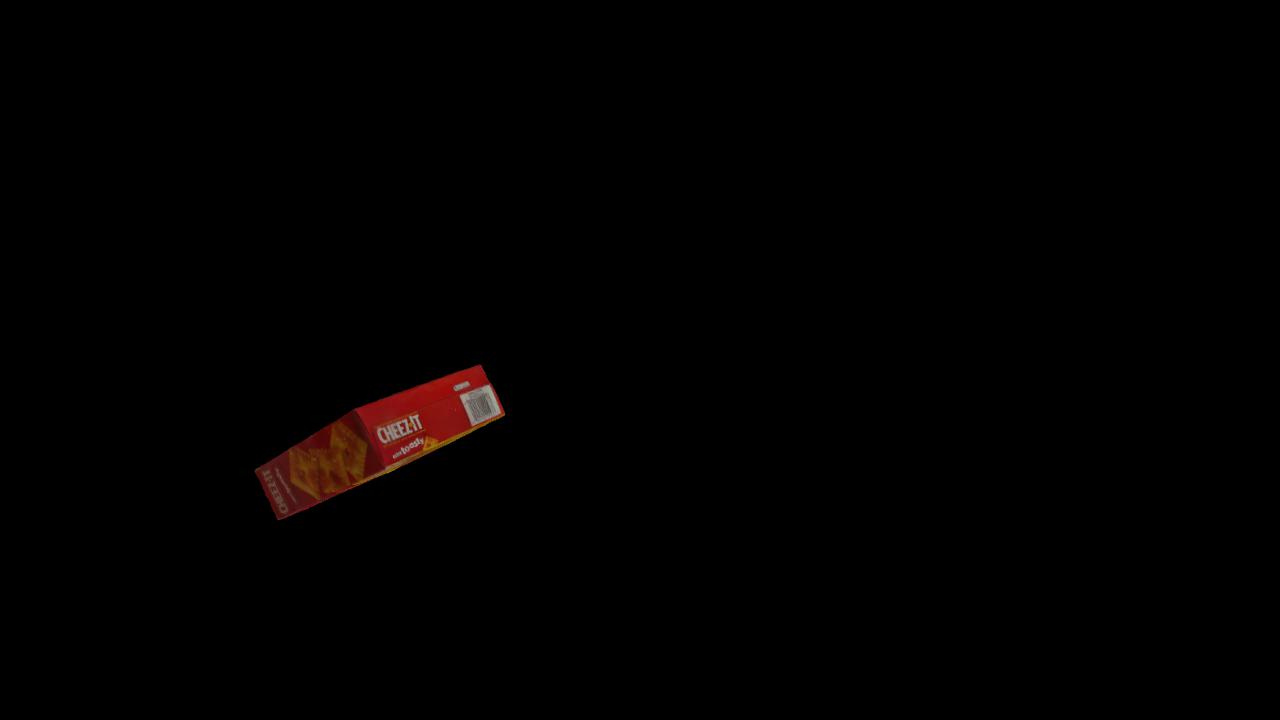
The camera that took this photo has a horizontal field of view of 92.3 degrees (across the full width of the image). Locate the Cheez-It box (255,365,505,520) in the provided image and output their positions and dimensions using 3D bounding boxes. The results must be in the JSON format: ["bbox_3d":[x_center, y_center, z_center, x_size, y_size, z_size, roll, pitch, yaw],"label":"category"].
[{"bbox_3d":[-0.284,0.089,0.675,0.223,0.071,0.166,-24,1,33],"label":"Cheez-It box"}]
